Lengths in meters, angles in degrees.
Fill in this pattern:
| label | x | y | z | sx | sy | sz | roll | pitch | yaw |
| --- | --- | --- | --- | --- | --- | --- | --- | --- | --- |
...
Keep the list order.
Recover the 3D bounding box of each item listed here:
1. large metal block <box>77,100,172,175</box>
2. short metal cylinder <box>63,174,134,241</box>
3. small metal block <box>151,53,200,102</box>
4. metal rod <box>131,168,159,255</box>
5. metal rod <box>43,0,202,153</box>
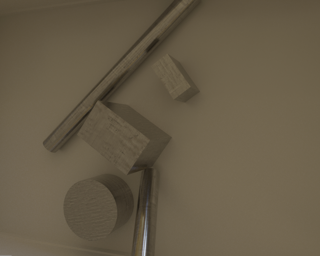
| label | x | y | z | sx | sy | sz | roll | pitch | yaw |
| --- | --- | --- | --- | --- | --- | --- | --- | --- | --- |
| large metal block | -0.042 | 0.010 | 0.395 | 0.080 | 0.080 | 0.050 | 36 | 102 | 16 |
| short metal cylinder | -0.083 | 0.106 | 0.425 | 0.080 | 0.050 | 0.079 | 0 | 90 | 19 |
| small metal block | 0.021 | -0.061 | 0.389 | 0.025 | 0.050 | 0.050 | -36 | 79 | 16 |
| metal rod | -0.020 | 0.161 | 0.305 | 0.025 | 0.300 | 0.025 | 2 | 131 | 2 |
| metal rod | -0.060 | -0.072 | 0.430 | 0.299 | 0.025 | 0.025 | -44 | 77 | 14 |
